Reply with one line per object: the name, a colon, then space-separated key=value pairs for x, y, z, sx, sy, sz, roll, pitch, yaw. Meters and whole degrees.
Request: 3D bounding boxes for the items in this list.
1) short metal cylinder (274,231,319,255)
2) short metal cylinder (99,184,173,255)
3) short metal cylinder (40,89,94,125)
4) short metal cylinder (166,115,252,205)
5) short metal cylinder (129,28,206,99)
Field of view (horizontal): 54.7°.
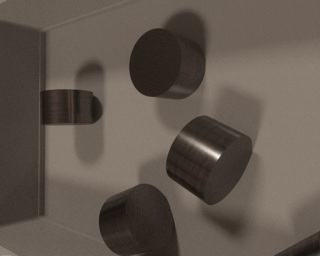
short metal cylinder: x=0.139 y=0.133 z=0.256 sx=0.050 sy=0.081 sz=0.080 roll=-47 pitch=63 yaw=30
short metal cylinder: x=-0.029 y=0.117 z=0.393 sx=0.050 sy=0.081 sz=0.080 roll=-29 pitch=72 yaw=36
short metal cylinder: x=-0.146 y=-0.030 z=0.489 sx=0.080 sy=0.081 sz=0.050 roll=-3 pitch=88 yaw=39
short metal cylinder: x=0.053 y=0.033 z=0.326 sx=0.050 sy=0.081 sz=0.079 roll=31 pitch=109 yaw=35
short metal cylinder: x=0.008 y=-0.076 z=0.382 sx=0.080 sy=0.050 sz=0.079 roll=0 pitch=90 yaw=39
